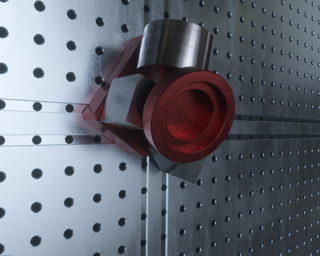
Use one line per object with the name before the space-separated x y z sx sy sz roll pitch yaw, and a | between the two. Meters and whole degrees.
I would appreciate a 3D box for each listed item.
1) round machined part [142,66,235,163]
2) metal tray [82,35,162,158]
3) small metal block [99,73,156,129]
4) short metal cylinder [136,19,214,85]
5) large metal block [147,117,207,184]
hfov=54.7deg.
round machined part | 0.026 -0.016 0.325 0.099 0.042 0.097 -11 115 -24
metal tray | -0.024 -0.040 0.388 0.090 0.030 0.130 42 64 -32
small metal block | -0.033 -0.026 0.325 0.025 0.050 0.050 25 74 -38
short metal cylinder | 0.017 -0.080 0.350 0.081 0.080 0.050 17 79 -39
large metal block | 0.033 0.015 0.399 0.080 0.050 0.080 -63 156 -21
